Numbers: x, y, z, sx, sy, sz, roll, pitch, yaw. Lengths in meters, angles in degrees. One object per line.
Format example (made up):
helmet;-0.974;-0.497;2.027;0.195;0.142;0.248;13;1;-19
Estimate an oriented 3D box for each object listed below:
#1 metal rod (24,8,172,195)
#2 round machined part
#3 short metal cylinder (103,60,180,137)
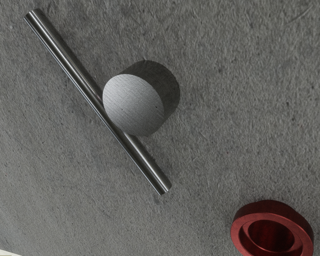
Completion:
metal rod;-0.079;-0.028;0.429;0.025;0.025;0.299;-28;104;37
round machined part;0.145;0.132;0.401;0.098;0.042;0.097;13;124;20
short metal cylinder;-0.022;-0.036;0.378;0.080;0.050;0.079;13;124;20
